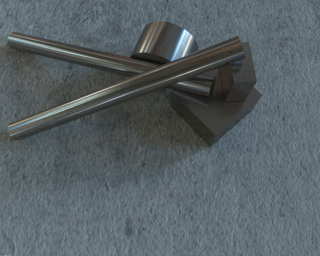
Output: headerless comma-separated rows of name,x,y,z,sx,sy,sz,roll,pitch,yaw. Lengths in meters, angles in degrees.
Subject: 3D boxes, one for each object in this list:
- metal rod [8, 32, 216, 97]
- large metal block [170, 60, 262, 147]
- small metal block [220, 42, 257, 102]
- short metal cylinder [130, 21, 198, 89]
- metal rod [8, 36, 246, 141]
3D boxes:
metal rod,-0.076,-0.089,0.410,0.301,0.025,0.025,16,70,17
large metal block,0.070,-0.035,0.408,0.080,0.050,0.080,-40,75,-12
small metal block,0.090,-0.065,0.365,0.025,0.050,0.050,-4,70,-1
short metal cylinder,0.005,-0.096,0.417,0.080,0.080,0.050,20,71,6
metal rod,-0.051,-0.041,0.367,0.301,0.025,0.025,-18,70,15
